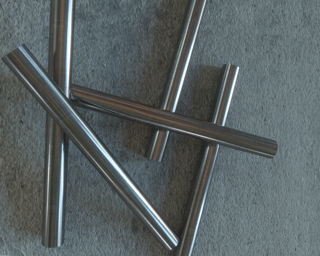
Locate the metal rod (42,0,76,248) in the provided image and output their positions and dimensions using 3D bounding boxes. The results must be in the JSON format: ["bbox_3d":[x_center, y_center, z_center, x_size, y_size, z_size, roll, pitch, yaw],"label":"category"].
[{"bbox_3d":[-0.112,-0.013,0.341,0.025,0.025,0.298,2,99,-20],"label":"metal rod"}]

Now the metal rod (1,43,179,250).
[{"bbox_3d":[-0.061,0.041,0.351,0.025,0.025,0.299,-41,117,-15],"label":"metal rod"}]

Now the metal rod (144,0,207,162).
[{"bbox_3d":[0.031,-0.101,0.420,0.025,0.025,0.299,18,84,-19],"label":"metal rod"}]

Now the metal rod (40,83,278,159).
[{"bbox_3d":[0.005,-0.010,0.384,0.302,0.025,0.025,15,85,-10],"label":"metal rod"}]

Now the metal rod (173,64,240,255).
[{"bbox_3d":[0.063,0.056,0.432,0.025,0.025,0.299,17,84,-19],"label":"metal rod"}]
